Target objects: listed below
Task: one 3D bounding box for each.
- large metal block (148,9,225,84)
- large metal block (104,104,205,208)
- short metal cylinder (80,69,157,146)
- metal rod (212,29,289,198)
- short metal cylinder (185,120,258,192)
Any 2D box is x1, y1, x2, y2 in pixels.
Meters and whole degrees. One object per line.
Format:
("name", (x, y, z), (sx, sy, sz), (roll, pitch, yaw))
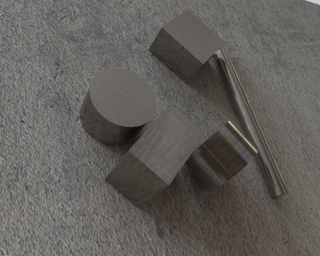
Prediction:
("large metal block", (0.043, -0.130, 0.490), (0.080, 0.050, 0.080), (42, 51, 0))
("large metal block", (-0.007, 0.033, 0.345), (0.050, 0.080, 0.080), (41, 51, 0))
("short metal cylinder", (-0.051, -0.025, 0.375), (0.081, 0.050, 0.080), (14, 56, -21))
("metal rod", (0.131, -0.036, 0.496), (0.025, 0.025, 0.299), (-2, 63, -29))
("short metal cylinder", (0.074, 0.034, 0.387), (0.050, 0.080, 0.081), (49, 51, 6))
